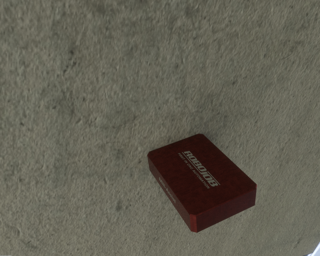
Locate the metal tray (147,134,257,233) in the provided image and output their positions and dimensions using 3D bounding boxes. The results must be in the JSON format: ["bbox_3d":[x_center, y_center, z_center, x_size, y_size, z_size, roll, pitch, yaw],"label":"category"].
[{"bbox_3d":[0.050,0.063,0.404,0.091,0.130,0.030,-19,126,-17],"label":"metal tray"}]
